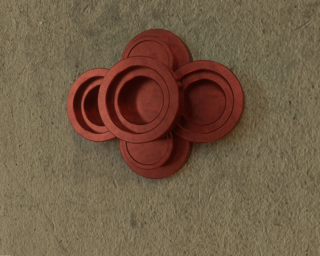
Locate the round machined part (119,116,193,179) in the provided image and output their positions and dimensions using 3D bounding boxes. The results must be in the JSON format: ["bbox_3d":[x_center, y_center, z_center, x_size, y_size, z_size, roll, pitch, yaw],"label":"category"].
[{"bbox_3d":[-0.010,0.018,0.403,0.098,0.042,0.097,0,90,19],"label":"round machined part"}]

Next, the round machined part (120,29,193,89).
[{"bbox_3d":[-0.009,-0.081,0.403,0.098,0.042,0.097,0,90,19],"label":"round machined part"}]

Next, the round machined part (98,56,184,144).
[{"bbox_3d":[-0.019,-0.031,0.362,0.098,0.042,0.097,0,90,19],"label":"round machined part"}]

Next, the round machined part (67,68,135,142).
[{"bbox_3d":[-0.074,-0.030,0.426,0.098,0.042,0.097,0,90,19],"label":"round machined part"}]

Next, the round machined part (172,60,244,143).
[{"bbox_3d":[0.054,-0.031,0.381,0.098,0.042,0.097,0,90,19],"label":"round machined part"}]
